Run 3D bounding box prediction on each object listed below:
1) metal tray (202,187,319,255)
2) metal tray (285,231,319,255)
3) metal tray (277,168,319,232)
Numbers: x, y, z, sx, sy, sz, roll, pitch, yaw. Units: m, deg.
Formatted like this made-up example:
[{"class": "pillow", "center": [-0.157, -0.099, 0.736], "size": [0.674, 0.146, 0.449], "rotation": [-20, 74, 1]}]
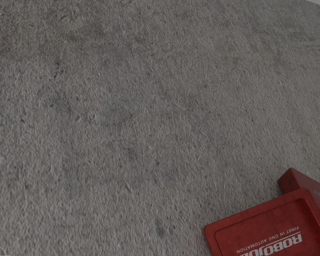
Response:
[{"class": "metal tray", "center": [0.124, 0.132, 0.347], "size": [0.131, 0.030, 0.090], "rotation": [-20, 70, -5]}, {"class": "metal tray", "center": [0.220, 0.192, 0.401], "size": [0.131, 0.030, 0.090], "rotation": [20, 54, -16]}, {"class": "metal tray", "center": [0.234, 0.117, 0.429], "size": [0.131, 0.030, 0.090], "rotation": [29, 25, -9]}]
